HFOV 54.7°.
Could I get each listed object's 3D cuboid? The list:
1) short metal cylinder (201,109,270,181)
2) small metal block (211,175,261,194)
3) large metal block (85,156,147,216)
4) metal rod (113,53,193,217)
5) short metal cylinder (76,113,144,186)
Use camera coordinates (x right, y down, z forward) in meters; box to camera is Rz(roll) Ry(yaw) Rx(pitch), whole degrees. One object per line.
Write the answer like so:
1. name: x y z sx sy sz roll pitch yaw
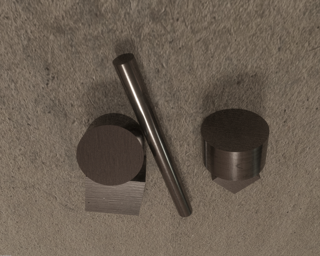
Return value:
1. short metal cylinder: 0.093 0.019 0.389 0.080 0.080 0.050 -6 130 4
2. small metal block: 0.113 0.068 0.467 0.050 0.025 0.050 33 122 -25
3. large metal block: -0.066 0.083 0.461 0.081 0.050 0.079 7 130 -6
4. metal rod: 0.001 0.033 0.435 0.025 0.025 0.299 -13 129 10
5. short metal cylinder: -0.060 0.026 0.395 0.081 0.050 0.079 0 109 -1
